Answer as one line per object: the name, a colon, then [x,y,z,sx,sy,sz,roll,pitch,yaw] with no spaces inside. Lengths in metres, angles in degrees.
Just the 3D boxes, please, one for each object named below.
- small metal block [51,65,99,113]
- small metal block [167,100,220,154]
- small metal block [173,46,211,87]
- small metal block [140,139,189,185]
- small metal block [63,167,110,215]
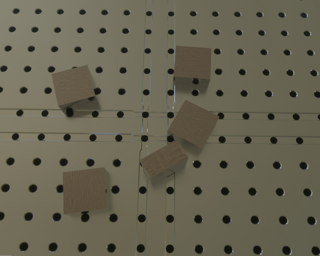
small metal block: [-0.118,-0.054,0.431,0.050,0.025,0.050,-16,71,-6]
small metal block: [0.044,-0.002,0.413,0.050,0.025,0.050,28,72,9]
small metal block: [0.046,-0.088,0.444,0.050,0.025,0.050,4,70,1]
small metal block: [0.005,0.044,0.383,0.050,0.050,0.025,-28,73,-10]
small metal block: [-0.091,0.079,0.383,0.050,0.025,0.050,-7,70,-3]
